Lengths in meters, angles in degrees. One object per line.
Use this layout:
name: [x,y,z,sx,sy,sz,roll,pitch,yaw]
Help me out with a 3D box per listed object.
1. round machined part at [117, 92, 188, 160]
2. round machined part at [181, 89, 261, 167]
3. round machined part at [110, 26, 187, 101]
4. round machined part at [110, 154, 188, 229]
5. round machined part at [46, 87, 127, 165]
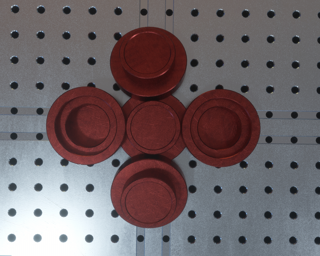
round machined part: [-0.008,-0.001,0.404,0.099,0.042,0.097,0,90,-1]
round machined part: [0.076,0.000,0.405,0.099,0.042,0.097,0,90,-1]
round machined part: [-0.015,-0.086,0.393,0.099,0.042,0.098,0,76,1]
round machined part: [-0.014,0.085,0.393,0.099,0.042,0.097,0,105,0]
round machined part: [-0.092,-0.003,0.403,0.099,0.042,0.097,0,90,-1]
